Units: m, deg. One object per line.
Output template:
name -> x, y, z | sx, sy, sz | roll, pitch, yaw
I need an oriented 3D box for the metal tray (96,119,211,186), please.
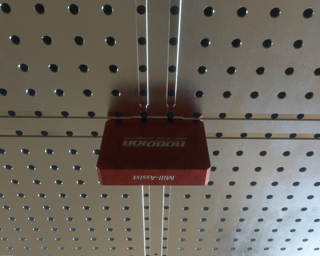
metal tray -> -0.007, 0.028, 0.392 | 0.131, 0.090, 0.030 | 0, 130, 0
